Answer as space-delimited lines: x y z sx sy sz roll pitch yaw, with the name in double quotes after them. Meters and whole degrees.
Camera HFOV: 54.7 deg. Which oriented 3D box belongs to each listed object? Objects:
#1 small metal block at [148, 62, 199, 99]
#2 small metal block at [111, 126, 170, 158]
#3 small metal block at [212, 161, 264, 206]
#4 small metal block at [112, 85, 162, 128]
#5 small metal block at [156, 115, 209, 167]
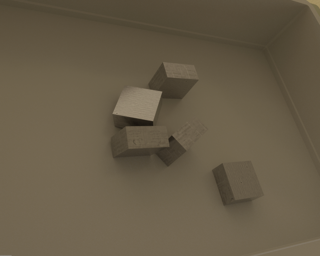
0.018 -0.066 0.439 0.050 0.050 0.025 -1 62 -29 "small metal block"
-0.024 0.017 0.364 0.050 0.050 0.025 -1 75 -29 "small metal block"
0.105 0.073 0.417 0.050 0.025 0.050 -1 62 -29 "small metal block"
-0.027 -0.024 0.394 0.050 0.025 0.050 10 53 7 "small metal block"
0.027 0.017 0.394 0.025 0.050 0.050 47 51 4 "small metal block"
